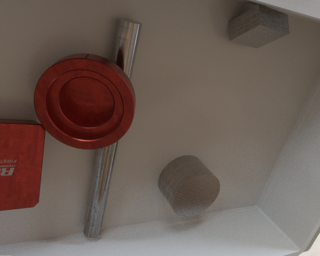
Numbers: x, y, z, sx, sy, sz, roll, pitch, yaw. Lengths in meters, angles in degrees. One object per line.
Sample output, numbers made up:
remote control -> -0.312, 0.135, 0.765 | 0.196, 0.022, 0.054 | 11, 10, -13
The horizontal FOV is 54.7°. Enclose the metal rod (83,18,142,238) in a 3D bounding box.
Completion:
metal rod -> -0.065, 0.019, 0.386 | 0.025, 0.025, 0.298 | 0, 119, -29

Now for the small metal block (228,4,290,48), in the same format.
small metal block -> 0.121, -0.123, 0.381 | 0.050, 0.050, 0.025 | 3, 81, -30

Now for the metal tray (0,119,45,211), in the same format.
metal tray -> -0.185, 0.036, 0.299 | 0.131, 0.030, 0.089 | 3, 97, -37

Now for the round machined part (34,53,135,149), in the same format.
round machined part -> -0.075, -0.030, 0.324 | 0.099, 0.042, 0.097 | -1, 116, -1

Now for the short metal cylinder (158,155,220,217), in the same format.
short metal cylinder -> 0.044, 0.089, 0.473 | 0.081, 0.050, 0.079 | -14, 125, -21
